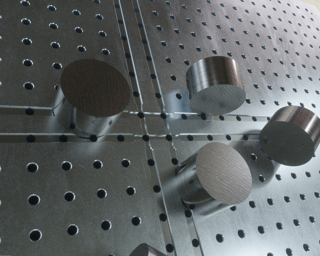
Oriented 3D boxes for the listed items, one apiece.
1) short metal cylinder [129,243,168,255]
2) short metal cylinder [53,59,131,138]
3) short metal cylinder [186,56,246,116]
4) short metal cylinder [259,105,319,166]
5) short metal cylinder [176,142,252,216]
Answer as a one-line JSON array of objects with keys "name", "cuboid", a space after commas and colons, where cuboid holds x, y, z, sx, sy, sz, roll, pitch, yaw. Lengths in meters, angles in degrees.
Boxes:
[{"name": "short metal cylinder", "cuboid": [-0.011, 0.152, 0.275, 0.050, 0.080, 0.080, 33, 51, -8]}, {"name": "short metal cylinder", "cuboid": [-0.082, -0.035, 0.370, 0.081, 0.050, 0.080, 14, 56, -21]}, {"name": "short metal cylinder", "cuboid": [0.081, -0.059, 0.455, 0.081, 0.080, 0.050, 10, 58, -24]}, {"name": "short metal cylinder", "cuboid": [0.202, 0.012, 0.477, 0.080, 0.080, 0.050, 47, 51, 4]}, {"name": "short metal cylinder", "cuboid": [0.067, 0.064, 0.391, 0.081, 0.050, 0.080, 14, 56, -21]}]
